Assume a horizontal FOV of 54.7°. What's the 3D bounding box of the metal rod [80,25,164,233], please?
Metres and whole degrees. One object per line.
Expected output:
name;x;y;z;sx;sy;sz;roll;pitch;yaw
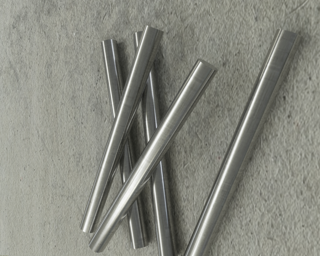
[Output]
metal rod;-0.057;0.013;0.417;0.025;0.025;0.298;32;110;35

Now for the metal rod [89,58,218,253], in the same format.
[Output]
metal rod;-0.020;0.050;0.387;0.025;0.025;0.298;45;117;30

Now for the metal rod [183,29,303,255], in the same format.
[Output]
metal rod;0.079;0.044;0.339;0.025;0.025;0.298;30;109;36

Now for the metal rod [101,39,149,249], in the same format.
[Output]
metal rod;-0.052;0.017;0.448;0.025;0.025;0.298;-16;80;39

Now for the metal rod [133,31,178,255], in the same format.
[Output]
metal rod;-0.007;0.019;0.410;0.025;0.025;0.298;-11;83;39
